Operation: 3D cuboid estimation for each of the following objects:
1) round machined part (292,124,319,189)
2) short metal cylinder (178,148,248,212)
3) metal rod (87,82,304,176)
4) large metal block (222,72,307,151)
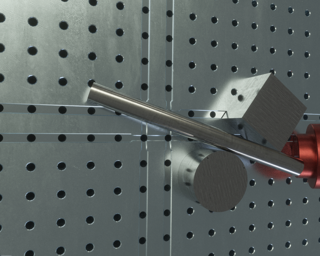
[{"bbox_3d":[0.227,0.042,0.468,0.042,0.098,0.097,-1,91,15],"label":"round machined part"},{"bbox_3d":[0.071,0.069,0.426,0.081,0.050,0.079,0,91,-20],"label":"short metal cylinder"},{"bbox_3d":[0.054,0.005,0.408,0.302,0.025,0.025,20,83,-10],"label":"metal rod"},{"bbox_3d":[0.154,-0.022,0.456,0.080,0.050,0.080,39,78,-16],"label":"large metal block"}]
